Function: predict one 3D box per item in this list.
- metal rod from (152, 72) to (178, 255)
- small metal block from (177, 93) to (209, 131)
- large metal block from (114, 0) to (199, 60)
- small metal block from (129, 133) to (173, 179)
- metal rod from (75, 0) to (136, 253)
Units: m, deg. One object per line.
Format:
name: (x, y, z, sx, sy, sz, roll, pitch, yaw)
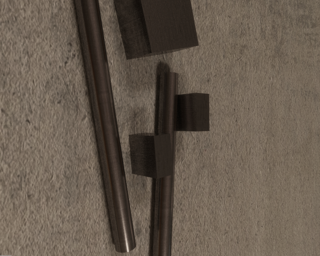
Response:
metal rod: (0.006, 0.076, 0.412, 0.025, 0.025, 0.298, 4, 88, -40)
small metal block: (0.040, -0.021, 0.424, 0.025, 0.050, 0.050, -1, 91, -40)
large metal block: (-0.004, -0.134, 0.387, 0.081, 0.050, 0.079, -20, 103, -38)
small metal block: (-0.012, 0.032, 0.381, 0.025, 0.050, 0.050, -8, 95, -40)
metal rod: (-0.061, -0.003, 0.354, 0.025, 0.025, 0.298, -13, 99, -40)
